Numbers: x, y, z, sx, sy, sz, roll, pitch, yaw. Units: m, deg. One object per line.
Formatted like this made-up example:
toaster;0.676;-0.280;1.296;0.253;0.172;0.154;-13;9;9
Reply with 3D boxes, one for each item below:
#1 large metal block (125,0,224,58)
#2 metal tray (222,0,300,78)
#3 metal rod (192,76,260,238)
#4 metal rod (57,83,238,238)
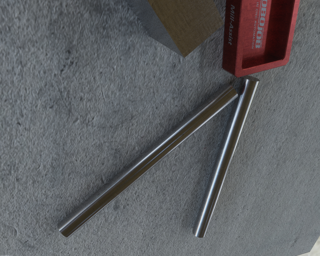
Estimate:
large metal block;0.005;-0.125;0.298;0.050;0.080;0.080;-42;130;0
metal tray;0.128;-0.137;0.390;0.091;0.030;0.129;-17;125;-19
metal rod;0.100;0.061;0.501;0.025;0.025;0.298;-3;120;-28
metal rod;-0.016;0.043;0.426;0.300;0.025;0.025;-40;130;-2
